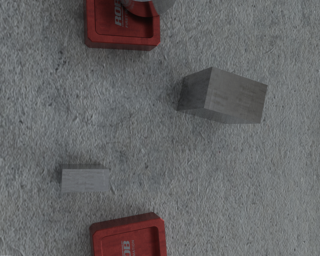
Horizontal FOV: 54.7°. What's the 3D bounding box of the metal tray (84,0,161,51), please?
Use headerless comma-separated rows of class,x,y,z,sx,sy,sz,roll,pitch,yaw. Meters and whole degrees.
metal tray,-0.048,-0.166,0.388,0.091,0.030,0.129,-2,91,-20

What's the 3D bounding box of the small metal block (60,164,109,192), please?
small metal block,-0.090,0.057,0.363,0.050,0.050,0.025,3,89,-20

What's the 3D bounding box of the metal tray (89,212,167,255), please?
metal tray,-0.037,0.181,0.393,0.091,0.030,0.129,-5,92,-20

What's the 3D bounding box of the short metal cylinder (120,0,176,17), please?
short metal cylinder,-0.017,-0.178,0.361,0.080,0.050,0.079,0,91,3

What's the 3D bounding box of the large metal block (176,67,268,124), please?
large metal block,0.079,-0.039,0.409,0.081,0.080,0.050,14,86,-20
